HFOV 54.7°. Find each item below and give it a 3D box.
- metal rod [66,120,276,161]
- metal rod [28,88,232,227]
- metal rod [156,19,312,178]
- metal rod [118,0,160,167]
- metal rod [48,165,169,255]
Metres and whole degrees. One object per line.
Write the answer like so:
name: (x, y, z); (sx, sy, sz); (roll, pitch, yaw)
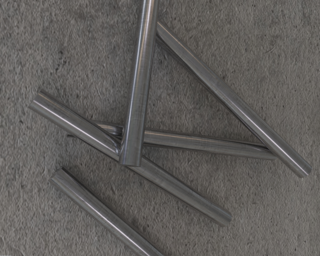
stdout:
metal rod: (0.031, 0.018, 0.420); (0.302, 0.025, 0.025); (8, 88, -20)
metal rod: (-0.019, 0.049, 0.384); (0.301, 0.025, 0.025); (36, 79, -23)
metal rod: (0.101, -0.035, 0.430); (0.300, 0.025, 0.025); (42, 77, -9)
metal rod: (-0.019, -0.103, 0.376); (0.025, 0.025, 0.299); (10, 77, -20)
metal rod: (-0.020, 0.156, 0.401); (0.300, 0.025, 0.025); (45, 76, -15)
